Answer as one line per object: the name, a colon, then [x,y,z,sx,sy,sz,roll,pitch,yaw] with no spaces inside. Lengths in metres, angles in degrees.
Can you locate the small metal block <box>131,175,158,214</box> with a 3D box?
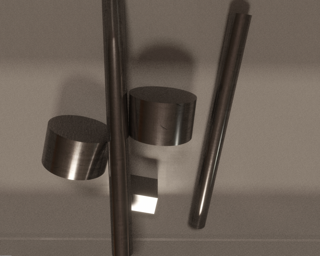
small metal block: [-0.030,0.090,0.431,0.050,0.050,0.025,11,110,-5]

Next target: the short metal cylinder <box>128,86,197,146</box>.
short metal cylinder: [0.002,-0.017,0.376,0.081,0.080,0.050,4,110,-2]

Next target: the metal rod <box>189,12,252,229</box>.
metal rod: [0.075,0.005,0.414,0.025,0.025,0.298,7,110,-3]

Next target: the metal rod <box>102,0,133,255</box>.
metal rod: [-0.049,0.000,0.362,0.025,0.025,0.298,-2,92,0]

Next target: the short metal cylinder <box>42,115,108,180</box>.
short metal cylinder: [-0.102,0.022,0.389,0.081,0.080,0.050,15,110,-6]
